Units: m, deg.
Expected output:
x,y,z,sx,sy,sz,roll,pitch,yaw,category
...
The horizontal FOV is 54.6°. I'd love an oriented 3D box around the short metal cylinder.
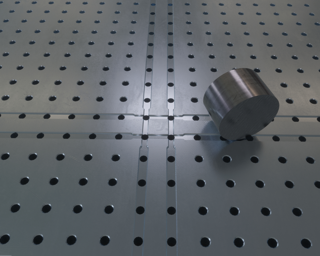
x,y,z,sx,sy,sz,roll,pitch,yaw,category
0.103,-0.029,0.397,0.081,0.080,0.050,-14,52,-11,short metal cylinder
